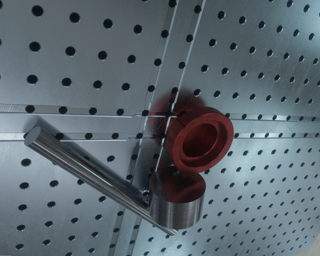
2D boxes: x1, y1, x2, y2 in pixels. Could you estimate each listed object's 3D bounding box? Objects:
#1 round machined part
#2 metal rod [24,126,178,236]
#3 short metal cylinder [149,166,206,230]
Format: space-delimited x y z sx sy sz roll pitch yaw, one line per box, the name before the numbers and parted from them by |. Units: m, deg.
round machined part | 0.052 0.013 0.439 0.099 0.042 0.097 -14 125 -21
metal rod | -0.059 0.091 0.436 0.025 0.025 0.300 -43 130 1
short metal cylinder | 0.024 0.100 0.452 0.081 0.080 0.050 -11 124 -23
